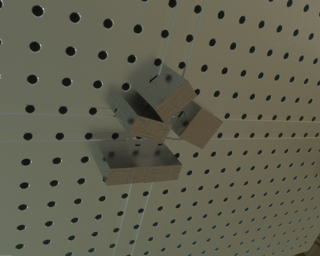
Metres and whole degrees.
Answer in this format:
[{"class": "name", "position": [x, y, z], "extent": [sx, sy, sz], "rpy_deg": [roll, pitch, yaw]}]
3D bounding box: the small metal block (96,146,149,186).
[{"class": "small metal block", "position": [-0.050, 0.047, 0.398], "extent": [0.050, 0.050, 0.025], "rpy_deg": [0, 118, -29]}]

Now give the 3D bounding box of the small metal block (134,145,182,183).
[{"class": "small metal block", "position": [-0.006, 0.048, 0.423], "extent": [0.050, 0.050, 0.025], "rpy_deg": [0, 118, -29]}]

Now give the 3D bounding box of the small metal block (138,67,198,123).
[{"class": "small metal block", "position": [0.008, -0.041, 0.375], "extent": [0.050, 0.050, 0.025], "rpy_deg": [-39, 129, -2]}]

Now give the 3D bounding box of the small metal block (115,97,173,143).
[{"class": "small metal block", "position": [-0.021, -0.010, 0.379], "extent": [0.050, 0.050, 0.025], "rpy_deg": [15, 111, -35]}]

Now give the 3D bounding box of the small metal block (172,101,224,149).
[{"class": "small metal block", "position": [0.053, -0.004, 0.440], "extent": [0.050, 0.025, 0.050], "rpy_deg": [28, 103, -38]}]
